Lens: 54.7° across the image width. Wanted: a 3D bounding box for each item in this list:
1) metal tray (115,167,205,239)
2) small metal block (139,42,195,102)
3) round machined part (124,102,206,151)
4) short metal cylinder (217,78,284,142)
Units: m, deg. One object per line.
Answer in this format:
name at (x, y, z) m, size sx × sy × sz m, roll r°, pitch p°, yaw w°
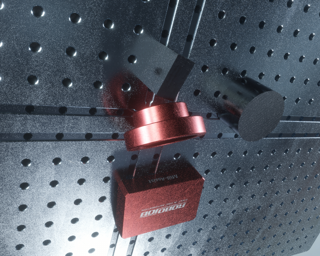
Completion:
metal tray at (0.000, 0.115, 0.481) m, size 0.131 × 0.030 × 0.089 m, roll -7°, pitch 122°, yaw -25°
small metal block at (0.007, -0.066, 0.359) m, size 0.025 × 0.050 × 0.050 m, roll 18°, pitch 109°, yaw -36°
round machined part at (0.004, -0.003, 0.379) m, size 0.099 × 0.098 × 0.042 m, roll -10°, pitch 83°, yaw -24°
short metal cylinder at (0.132, -0.027, 0.453) m, size 0.081 × 0.050 × 0.079 m, roll -14°, pitch 124°, yaw -21°
